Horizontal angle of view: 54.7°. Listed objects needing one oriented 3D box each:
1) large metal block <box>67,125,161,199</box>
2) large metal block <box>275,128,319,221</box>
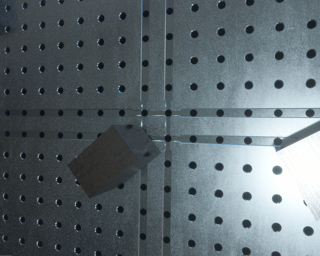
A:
[{"bbox_3d":[-0.056,0.040,0.402,0.080,0.080,0.050,-40,78,15],"label":"large metal block"},{"bbox_3d":[0.183,0.041,0.335,0.080,0.050,0.080,-30,80,17],"label":"large metal block"}]
